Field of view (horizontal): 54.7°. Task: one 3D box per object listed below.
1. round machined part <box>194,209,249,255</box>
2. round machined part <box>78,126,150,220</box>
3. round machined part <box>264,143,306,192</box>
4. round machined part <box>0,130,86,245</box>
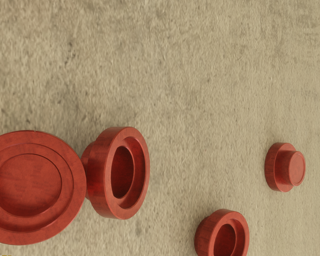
[{"bbox_3d":[0.090,0.172,0.473,0.099,0.042,0.097,0,90,-40],"label":"round machined part"},{"bbox_3d":[-0.051,0.047,0.337,0.098,0.042,0.097,-1,90,-67],"label":"round machined part"},{"bbox_3d":[0.251,0.078,0.608,0.099,0.042,0.097,0,90,-40],"label":"round machined part"},{"bbox_3d":[-0.119,0.050,0.281,0.099,0.042,0.097,0,91,-17],"label":"round machined part"}]
